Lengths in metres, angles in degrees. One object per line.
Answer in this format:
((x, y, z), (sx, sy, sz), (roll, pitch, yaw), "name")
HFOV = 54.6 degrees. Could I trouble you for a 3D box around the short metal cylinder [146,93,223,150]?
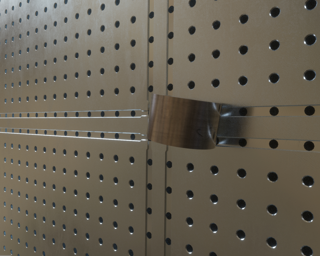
((0.027, -0.009, 0.352), (0.080, 0.081, 0.050), (14, 99, 39), "short metal cylinder")
